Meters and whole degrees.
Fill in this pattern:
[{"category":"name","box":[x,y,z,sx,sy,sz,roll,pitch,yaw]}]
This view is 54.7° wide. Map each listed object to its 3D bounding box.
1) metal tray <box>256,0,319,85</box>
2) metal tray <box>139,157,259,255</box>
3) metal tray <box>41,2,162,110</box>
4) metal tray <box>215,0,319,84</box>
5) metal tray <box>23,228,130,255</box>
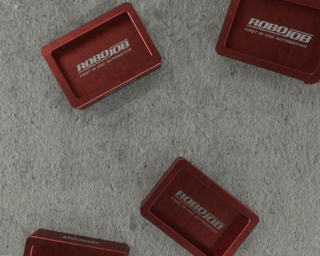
[{"category":"metal tray","box":[0.198,-0.135,0.408,0.090,0.030,0.130,-37,90,0]},{"category":"metal tray","box":[0.050,0.111,0.407,0.130,0.030,0.090,38,90,0]},{"category":"metal tray","box":[-0.074,-0.092,0.406,0.130,0.030,0.090,-29,90,0]},{"category":"metal tray","box":[0.145,-0.117,0.379,0.130,0.030,0.089,21,110,13]},{"category":"metal tray","box":[-0.112,0.191,0.406,0.131,0.030,0.089,10,90,0]}]
